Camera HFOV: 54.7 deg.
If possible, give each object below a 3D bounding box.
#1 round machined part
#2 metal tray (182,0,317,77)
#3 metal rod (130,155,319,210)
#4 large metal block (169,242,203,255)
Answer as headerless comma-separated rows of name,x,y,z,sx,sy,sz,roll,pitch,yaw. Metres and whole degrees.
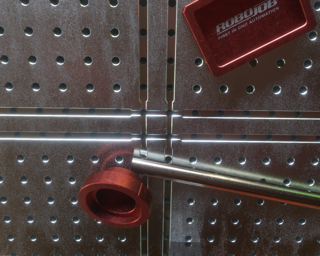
round machined part,-0.058,0.091,0.426,0.098,0.042,0.097,7,131,8
metal tray,0.103,-0.129,0.363,0.130,0.030,0.090,-26,108,9
metal rod,0.108,0.081,0.444,0.302,0.025,0.025,12,110,-5
large metal block,0.039,0.233,0.470,0.050,0.080,0.079,1,110,0
